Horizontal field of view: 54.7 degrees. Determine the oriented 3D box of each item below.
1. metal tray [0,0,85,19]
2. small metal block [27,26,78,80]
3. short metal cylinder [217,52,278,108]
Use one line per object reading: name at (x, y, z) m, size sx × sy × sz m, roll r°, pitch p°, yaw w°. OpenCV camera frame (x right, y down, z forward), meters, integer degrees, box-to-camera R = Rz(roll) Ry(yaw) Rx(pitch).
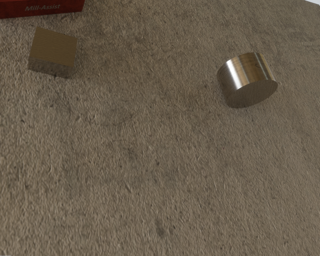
metal tray at (-0.180, -0.199, 0.425) m, size 0.131 × 0.030 × 0.090 m, roll -22°, pitch 74°, yaw -36°
small metal block at (-0.134, -0.094, 0.389) m, size 0.050 × 0.025 × 0.050 m, roll 12°, pitch 57°, yaw -22°
short metal cylinder at (0.135, -0.073, 0.486) m, size 0.081 × 0.080 × 0.050 m, roll -1°, pitch 62°, yaw -29°
